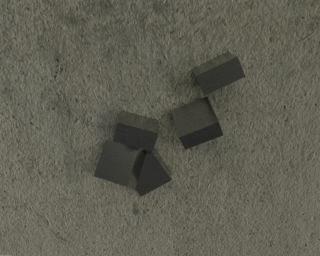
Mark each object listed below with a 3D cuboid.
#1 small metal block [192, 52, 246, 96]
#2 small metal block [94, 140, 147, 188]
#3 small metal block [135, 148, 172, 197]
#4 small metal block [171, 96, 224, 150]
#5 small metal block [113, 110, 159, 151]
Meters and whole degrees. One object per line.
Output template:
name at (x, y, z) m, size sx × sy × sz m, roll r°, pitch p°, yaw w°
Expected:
small metal block at (0.068, -0.067, 0.372) m, size 0.050 × 0.050 × 0.025 m, roll -25°, pitch 108°, yaw 8°
small metal block at (-0.052, 0.047, 0.405) m, size 0.050 × 0.025 × 0.050 m, roll 12°, pitch 79°, yaw 23°
small metal block at (-0.018, 0.059, 0.431) m, size 0.050 × 0.025 × 0.050 m, roll -30°, pitch 108°, yaw 10°
small metal block at (0.046, -0.007, 0.391) m, size 0.050 × 0.050 × 0.025 m, roll -22°, pitch 134°, yaw 7°
small metal block at (-0.029, 0.003, 0.397) m, size 0.050 × 0.050 × 0.025 m, roll 15°, pitch 110°, yaw -6°
